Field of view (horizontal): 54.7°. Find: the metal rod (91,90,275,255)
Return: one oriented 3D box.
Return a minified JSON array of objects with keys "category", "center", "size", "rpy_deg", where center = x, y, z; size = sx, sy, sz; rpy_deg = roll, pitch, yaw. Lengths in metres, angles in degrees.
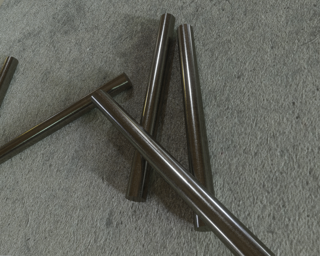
[{"category":"metal rod","center":[0.000,0.035,0.349],"size":[0.025,0.025,0.300],"rpy_deg":[-45,51,-3]}]

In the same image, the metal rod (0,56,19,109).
[{"category":"metal rod","center":[-0.326,-0.013,0.583],"size":[0.025,0.025,0.299],"rpy_deg":[-8,58,24]}]

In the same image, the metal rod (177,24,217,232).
[{"category":"metal rod","center":[0.043,-0.024,0.395],"size":[0.025,0.025,0.299],"rpy_deg":[-15,55,20]}]

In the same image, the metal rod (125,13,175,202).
[{"category":"metal rod","center":[-0.008,-0.047,0.436],"size":[0.025,0.025,0.300],"rpy_deg":[-5,59,25]}]

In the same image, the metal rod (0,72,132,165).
[{"category":"metal rod","center":[-0.179,-0.002,0.499],"size":[0.300,0.025,0.025],"rpy_deg":[-29,52,9]}]
